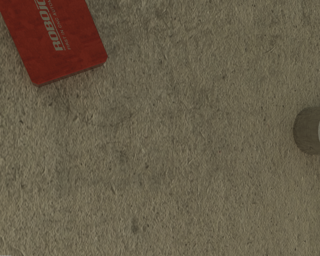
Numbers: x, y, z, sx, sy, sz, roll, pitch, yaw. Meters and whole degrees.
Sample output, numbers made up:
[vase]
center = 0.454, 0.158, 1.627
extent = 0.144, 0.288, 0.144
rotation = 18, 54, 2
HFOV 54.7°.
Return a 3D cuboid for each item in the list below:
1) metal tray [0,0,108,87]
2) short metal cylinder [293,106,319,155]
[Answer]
[metal tray]
center = -0.128, -0.123, 0.359
extent = 0.091, 0.030, 0.129
rotation = -24, 98, -19
[short metal cylinder]
center = 0.262, 0.005, 0.492
extent = 0.081, 0.050, 0.079
rotation = 0, 90, -20
